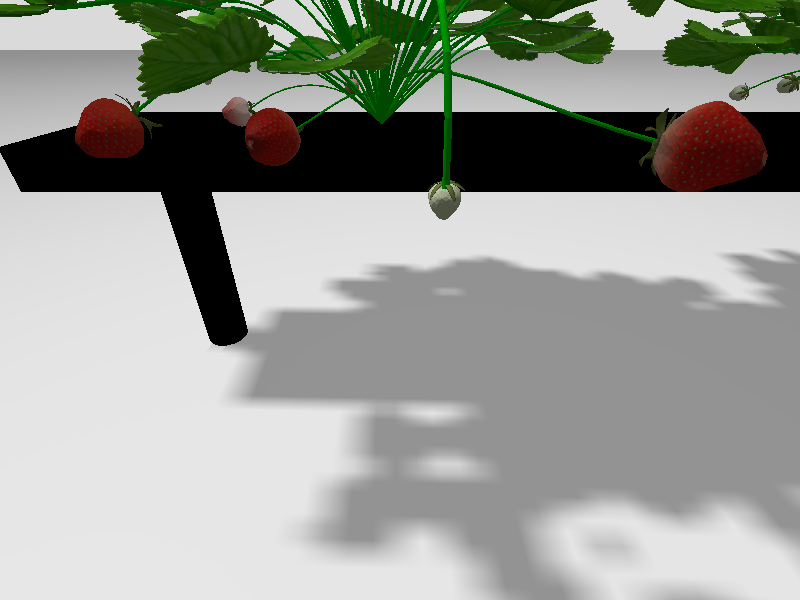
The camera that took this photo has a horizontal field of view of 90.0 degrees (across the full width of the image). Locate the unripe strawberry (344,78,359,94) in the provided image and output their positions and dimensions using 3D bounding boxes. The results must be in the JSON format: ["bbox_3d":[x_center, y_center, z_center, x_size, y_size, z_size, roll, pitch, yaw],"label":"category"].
[{"bbox_3d":[-0.057,-0.252,0.475,0.018,0.019,0.019,-7,34,-11],"label":"unripe strawberry"}]

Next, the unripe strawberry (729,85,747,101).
[{"bbox_3d":[0.368,-0.225,0.437,0.015,0.015,0.016,-15,17,-21],"label":"unripe strawberry"}]

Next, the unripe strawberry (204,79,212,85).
[{"bbox_3d":[-0.201,-0.230,0.416,0.011,0.011,0.011,20,38,28],"label":"unripe strawberry"}]

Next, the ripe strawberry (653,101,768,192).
[{"bbox_3d":[0.135,-0.065,0.174,0.036,0.038,0.039,-26,42,-34],"label":"ripe strawberry"}]

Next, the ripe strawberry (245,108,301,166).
[{"bbox_3d":[-0.069,-0.085,0.213,0.028,0.029,0.030,13,36,20],"label":"ripe strawberry"}]

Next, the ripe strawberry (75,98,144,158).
[{"bbox_3d":[-0.160,-0.092,0.220,0.034,0.034,0.029,35,-20,41],"label":"ripe strawberry"}]

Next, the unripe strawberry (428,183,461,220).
[{"bbox_3d":[0.014,-0.032,0.130,0.011,0.011,0.011,-4,34,-6],"label":"unripe strawberry"}]

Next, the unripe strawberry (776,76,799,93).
[{"bbox_3d":[0.468,-0.259,0.484,0.021,0.018,0.021,5,1,8],"label":"unripe strawberry"}]

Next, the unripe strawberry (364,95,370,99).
[{"bbox_3d":[-0.032,-0.208,0.409,0.009,0.010,0.010,-5,34,-8],"label":"unripe strawberry"}]

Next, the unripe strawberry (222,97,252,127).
[{"bbox_3d":[-0.126,-0.145,0.310,0.021,0.021,0.020,-9,34,-1],"label":"unripe strawberry"}]
